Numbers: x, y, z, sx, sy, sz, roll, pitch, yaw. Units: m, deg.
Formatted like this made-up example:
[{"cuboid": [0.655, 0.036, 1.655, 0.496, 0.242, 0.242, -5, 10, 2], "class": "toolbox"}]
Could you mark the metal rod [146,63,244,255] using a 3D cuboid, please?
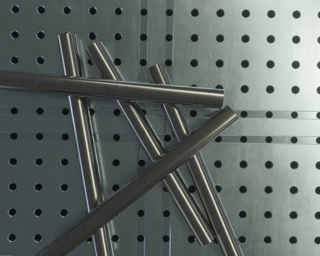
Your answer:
[{"cuboid": [0.051, 0.056, 0.414, 0.025, 0.025, 0.299, -23, 90, 0], "class": "metal rod"}]

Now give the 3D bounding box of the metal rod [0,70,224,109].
[{"cuboid": [-0.073, -0.049, 0.388, 0.302, 0.025, 0.025, 5, 90, -1], "class": "metal rod"}]

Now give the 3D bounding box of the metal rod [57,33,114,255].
[{"cuboid": [-0.099, 0.025, 0.411, 0.025, 0.025, 0.298, -10, 90, 0], "class": "metal rod"}]

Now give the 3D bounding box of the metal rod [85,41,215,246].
[{"cuboid": [-0.013, 0.021, 0.413, 0.025, 0.025, 0.299, -30, 90, 0], "class": "metal rod"}]

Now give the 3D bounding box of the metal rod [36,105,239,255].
[{"cuboid": [-0.028, 0.073, 0.388, 0.300, 0.025, 0.025, -38, 90, -1], "class": "metal rod"}]
